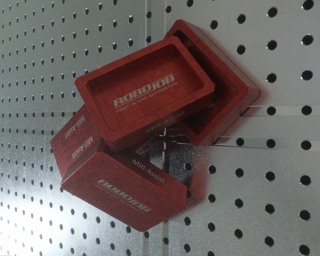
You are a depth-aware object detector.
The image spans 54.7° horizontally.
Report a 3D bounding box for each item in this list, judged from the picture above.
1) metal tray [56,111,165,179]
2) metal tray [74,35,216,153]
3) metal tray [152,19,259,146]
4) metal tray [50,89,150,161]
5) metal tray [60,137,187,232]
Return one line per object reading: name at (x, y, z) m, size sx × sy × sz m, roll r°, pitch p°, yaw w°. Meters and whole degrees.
metal tray at (-0.067, 0.024, 0.418) m, size 0.130 × 0.091 × 0.030 m, roll -39°, pitch 66°, yaw 32°
metal tray at (-0.016, -0.041, 0.347) m, size 0.131 × 0.030 × 0.090 m, roll -27°, pitch 66°, yaw -11°
metal tray at (0.041, -0.054, 0.369) m, size 0.090 × 0.030 × 0.130 m, roll -51°, pitch 61°, yaw 27°
metal tray at (-0.080, -0.001, 0.430) m, size 0.130 × 0.091 × 0.030 m, roll -39°, pitch 66°, yaw 32°
metal tray at (-0.042, 0.073, 0.382) m, size 0.090 × 0.130 × 0.030 m, roll -39°, pitch 25°, yaw 33°
